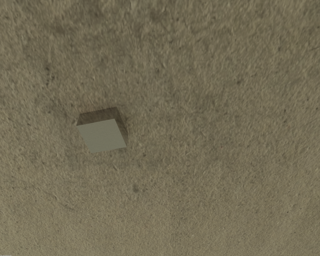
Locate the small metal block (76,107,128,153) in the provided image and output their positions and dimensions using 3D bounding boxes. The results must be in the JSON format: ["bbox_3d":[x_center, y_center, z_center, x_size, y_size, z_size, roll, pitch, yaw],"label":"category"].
[{"bbox_3d":[-0.075,0.003,0.409,0.050,0.025,0.050,-11,130,8],"label":"small metal block"}]
